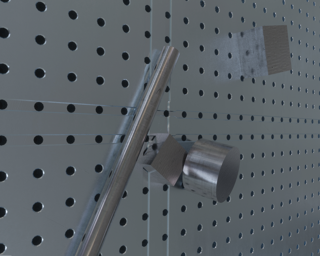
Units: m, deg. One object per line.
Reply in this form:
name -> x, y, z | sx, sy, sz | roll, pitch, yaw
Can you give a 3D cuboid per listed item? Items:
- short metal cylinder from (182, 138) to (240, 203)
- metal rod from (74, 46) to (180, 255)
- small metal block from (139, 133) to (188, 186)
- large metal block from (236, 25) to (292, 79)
short metal cylinder -> 0.074, 0.059, 0.440 | 0.081, 0.050, 0.079 | -29, 125, -50
metal rod -> -0.037, 0.029, 0.378 | 0.025, 0.025, 0.299 | 34, 69, -35
small metal block -> 0.007, 0.042, 0.416 | 0.050, 0.025, 0.050 | 47, 62, -30
large metal block -> 0.186, -0.135, 0.549 | 0.081, 0.050, 0.079 | -17, 101, -39
